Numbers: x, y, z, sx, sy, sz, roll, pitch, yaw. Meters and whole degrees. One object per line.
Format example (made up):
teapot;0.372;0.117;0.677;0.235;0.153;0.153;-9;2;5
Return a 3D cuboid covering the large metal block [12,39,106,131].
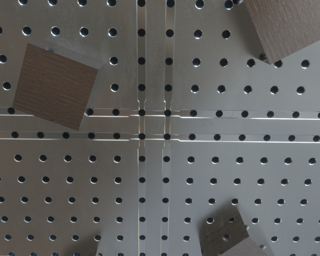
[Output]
large metal block;-0.122;-0.053;0.379;0.080;0.050;0.079;20;109;-8

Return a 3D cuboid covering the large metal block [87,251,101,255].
large metal block;-0.115;0.258;0.494;0.080;0.050;0.080;-30;108;10

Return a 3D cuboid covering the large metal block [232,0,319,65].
large metal block;0.141;-0.130;0.354;0.080;0.050;0.080;-27;108;9

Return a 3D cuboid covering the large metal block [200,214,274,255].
large metal block;0.120;0.195;0.474;0.080;0.050;0.080;-39;106;13
